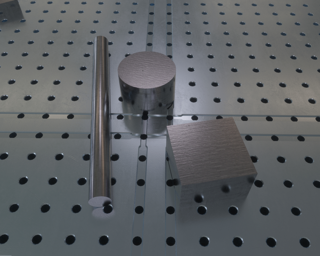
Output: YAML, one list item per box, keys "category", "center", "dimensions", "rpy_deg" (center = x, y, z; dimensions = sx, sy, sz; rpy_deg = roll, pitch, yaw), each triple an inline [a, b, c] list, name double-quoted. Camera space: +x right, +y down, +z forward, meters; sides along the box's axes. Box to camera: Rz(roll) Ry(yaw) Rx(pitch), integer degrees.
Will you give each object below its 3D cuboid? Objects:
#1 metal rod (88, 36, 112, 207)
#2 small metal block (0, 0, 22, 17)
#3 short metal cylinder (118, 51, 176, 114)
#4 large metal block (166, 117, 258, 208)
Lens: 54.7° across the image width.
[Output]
- category: "metal rod"
  center: [-0.083, -0.033, 0.434]
  dimensions: [0.025, 0.025, 0.300]
  rpy_deg: [-5, 50, -4]
- category: "small metal block"
  center: [-0.310, -0.247, 0.613]
  dimensions: [0.050, 0.025, 0.050]
  rpy_deg: [-25, 55, -20]
- category: "short metal cylinder"
  center: [-0.018, -0.066, 0.447]
  dimensions: [0.081, 0.050, 0.080]
  rpy_deg: [0, 50, 0]
- category: "large metal block"
  center: [0.054, 0.038, 0.360]
  dimensions: [0.081, 0.050, 0.080]
  rpy_deg: [-8, 51, -7]
